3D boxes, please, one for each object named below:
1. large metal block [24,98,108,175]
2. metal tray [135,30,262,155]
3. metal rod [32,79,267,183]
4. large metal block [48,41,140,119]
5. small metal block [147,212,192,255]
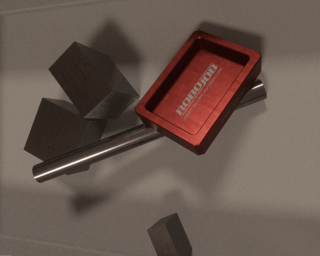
[{"bbox_3d":[-0.134,0.010,0.443,0.080,0.050,0.080,25,98,18],"label":"large metal block"},{"bbox_3d":[0.045,-0.045,0.358,0.090,0.030,0.130,30,77,27],"label":"metal tray"},{"bbox_3d":[-0.018,0.007,0.385,0.301,0.025,0.025,-21,83,6],"label":"metal rod"},{"bbox_3d":[-0.084,-0.059,0.410,0.050,0.080,0.080,-41,77,15],"label":"large metal block"},{"bbox_3d":[0.013,0.141,0.392,0.025,0.050,0.050,-26,82,18],"label":"small metal block"}]
